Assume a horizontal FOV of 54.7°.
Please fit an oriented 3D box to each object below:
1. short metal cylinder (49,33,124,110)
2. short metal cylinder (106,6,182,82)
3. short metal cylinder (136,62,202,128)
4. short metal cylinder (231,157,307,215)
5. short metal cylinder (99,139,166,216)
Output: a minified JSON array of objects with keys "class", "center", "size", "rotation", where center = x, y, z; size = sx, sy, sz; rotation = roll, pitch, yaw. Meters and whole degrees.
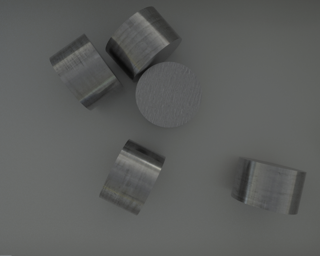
[{"class":"short metal cylinder","center":[-0.089,-0.068,0.383],"size":[0.050,0.080,0.080],"rotation":[-36,90,0]},{"class":"short metal cylinder","center":[-0.020,-0.102,0.384],"size":[0.080,0.080,0.050],"rotation":[-41,90,0]},{"class":"short metal cylinder","center":[0.011,-0.040,0.399],"size":[0.081,0.050,0.080],"rotation":[0,90,0]},{"class":"short metal cylinder","center":[0.134,0.069,0.385],"size":[0.080,0.080,0.050],"rotation":[12,90,0]},{"class":"short metal cylinder","center":[-0.033,0.060,0.384],"size":[0.050,0.080,0.080],"rotation":[27,90,0]}]
